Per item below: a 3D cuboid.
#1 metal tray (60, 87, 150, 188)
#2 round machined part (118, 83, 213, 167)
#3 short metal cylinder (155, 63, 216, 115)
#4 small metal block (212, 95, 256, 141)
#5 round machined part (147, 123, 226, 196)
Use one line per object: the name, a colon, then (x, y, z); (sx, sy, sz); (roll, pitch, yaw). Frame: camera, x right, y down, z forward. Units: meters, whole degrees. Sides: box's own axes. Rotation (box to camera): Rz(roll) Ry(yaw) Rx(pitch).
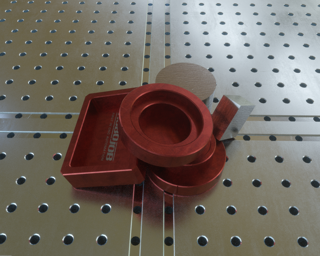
metal tray: (-0.059, 0.007, 0.383); (0.090, 0.030, 0.130); (-6, 49, 13)
round machined part: (0.004, 0.001, 0.334); (0.099, 0.042, 0.098); (7, 51, -8)
short metal cylinder: (0.034, -0.046, 0.430); (0.081, 0.050, 0.080); (0, 50, 0)
small metal block: (0.089, -0.014, 0.391); (0.025, 0.050, 0.050); (39, 25, 27)
round machined part: (0.030, 0.028, 0.372); (0.099, 0.042, 0.098); (0, 50, 0)
